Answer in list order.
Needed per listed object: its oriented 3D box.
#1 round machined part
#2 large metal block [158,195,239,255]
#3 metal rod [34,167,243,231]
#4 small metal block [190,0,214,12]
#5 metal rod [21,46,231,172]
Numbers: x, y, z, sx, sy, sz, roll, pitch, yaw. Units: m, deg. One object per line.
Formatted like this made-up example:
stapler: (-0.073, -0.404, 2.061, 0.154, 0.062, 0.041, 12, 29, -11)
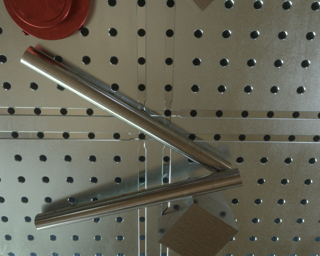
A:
round machined part: (-0.128, -0.149, 0.348, 0.099, 0.042, 0.097, 0, 110, -1)
large metal block: (0.053, 0.142, 0.453, 0.080, 0.050, 0.080, 34, 106, -12)
metal rod: (-0.037, 0.102, 0.436, 0.301, 0.025, 0.025, -15, 110, 10)
small metal block: (0.049, -0.170, 0.352, 0.050, 0.025, 0.050, -42, 105, 13)
metal rod: (-0.035, -0.015, 0.407, 0.301, 0.025, 0.025, 30, 107, -11)
